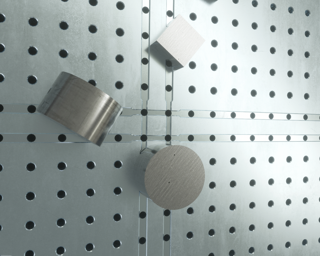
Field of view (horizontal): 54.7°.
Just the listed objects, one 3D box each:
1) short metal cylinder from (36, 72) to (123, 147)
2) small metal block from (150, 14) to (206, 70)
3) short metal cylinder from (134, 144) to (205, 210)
[{"bbox_3d":[-0.090,-0.020,0.350,0.080,0.080,0.050,33,80,-17],"label":"short metal cylinder"},{"bbox_3d":[0.025,-0.116,0.421,0.050,0.025,0.050,41,77,-16],"label":"small metal block"},{"bbox_3d":[0.011,0.060,0.403,0.081,0.050,0.079,0,90,-20],"label":"short metal cylinder"}]
